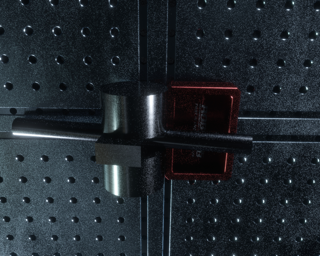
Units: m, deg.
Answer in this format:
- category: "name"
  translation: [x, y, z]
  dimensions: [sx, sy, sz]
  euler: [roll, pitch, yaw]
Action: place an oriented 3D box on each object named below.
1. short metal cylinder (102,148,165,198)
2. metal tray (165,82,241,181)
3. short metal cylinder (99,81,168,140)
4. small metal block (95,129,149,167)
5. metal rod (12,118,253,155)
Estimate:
- category: "short metal cylinder"
  translation: [-0.034, 0.046, 0.400]
  dimensions: [0.081, 0.080, 0.050]
  euler: [1, 110, -1]
- category: "metal tray"
  translation: [0.053, 0.006, 0.413]
  dimensions: [0.091, 0.030, 0.129]
  euler: [1, 110, -1]
- category: "short metal cylinder"
  translation: [-0.031, -0.024, 0.373]
  dimensions: [0.081, 0.080, 0.050]
  euler: [1, 110, -1]
- category: "small metal block"
  translation: [-0.042, 0.021, 0.356]
  dimensions: [0.050, 0.050, 0.025]
  euler: [4, 110, 7]
- category: "metal rod"
  translation: [-0.040, 0.009, 0.391]
  dimensions: [0.302, 0.025, 0.025]
  euler: [4, 110, 7]
